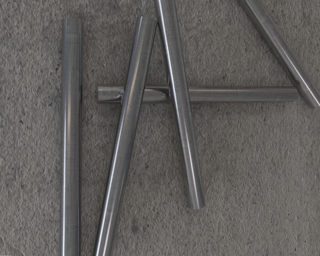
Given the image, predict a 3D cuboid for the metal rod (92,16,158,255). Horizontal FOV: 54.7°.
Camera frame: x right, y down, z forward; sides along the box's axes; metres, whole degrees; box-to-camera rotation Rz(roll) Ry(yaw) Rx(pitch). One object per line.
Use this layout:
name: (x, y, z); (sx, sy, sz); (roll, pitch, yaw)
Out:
metal rod: (-0.044, 0.019, 0.373); (0.025, 0.025, 0.298); (10, 94, -20)

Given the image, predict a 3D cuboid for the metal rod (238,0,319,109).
metal rod: (0.162, -0.151, 0.468); (0.025, 0.025, 0.300); (-43, 104, -15)

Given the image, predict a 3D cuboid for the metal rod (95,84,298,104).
metal rod: (0.064, -0.047, 0.432); (0.303, 0.025, 0.025); (-2, 91, -20)

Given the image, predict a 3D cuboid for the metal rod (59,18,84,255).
metal rod: (-0.106, 0.022, 0.369); (0.025, 0.025, 0.298); (1, 90, -20)

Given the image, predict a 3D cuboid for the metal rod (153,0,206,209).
metal rod: (0.025, -0.036, 0.391); (0.025, 0.025, 0.298); (-15, 105, -19)
